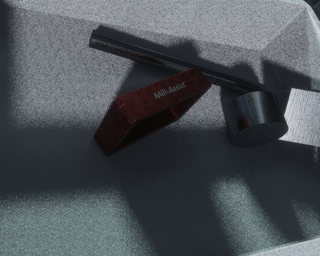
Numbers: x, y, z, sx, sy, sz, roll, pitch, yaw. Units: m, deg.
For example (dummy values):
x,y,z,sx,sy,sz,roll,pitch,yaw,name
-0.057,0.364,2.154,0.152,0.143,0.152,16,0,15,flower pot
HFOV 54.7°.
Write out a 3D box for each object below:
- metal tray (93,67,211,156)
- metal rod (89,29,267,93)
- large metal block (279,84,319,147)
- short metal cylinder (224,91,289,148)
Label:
x,y,z,sx,sy,sz,roll,pitch,yaw,name
-0.008,-0.021,0.373,0.131,0.090,0.030,-27,77,-37,metal tray
0.041,-0.094,0.487,0.302,0.025,0.025,13,57,-22,metal rod
0.229,-0.020,0.485,0.080,0.079,0.050,10,16,3,large metal block
0.139,-0.011,0.454,0.081,0.080,0.050,6,59,-26,short metal cylinder
